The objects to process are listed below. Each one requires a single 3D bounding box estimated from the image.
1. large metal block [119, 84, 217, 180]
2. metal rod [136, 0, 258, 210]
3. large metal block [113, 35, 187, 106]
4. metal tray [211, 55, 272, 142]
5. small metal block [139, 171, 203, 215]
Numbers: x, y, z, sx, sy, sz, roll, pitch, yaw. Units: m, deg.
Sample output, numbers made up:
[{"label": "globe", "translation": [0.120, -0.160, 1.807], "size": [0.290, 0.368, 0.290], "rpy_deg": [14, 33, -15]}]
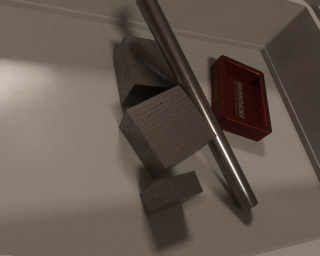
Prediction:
[{"label": "large metal block", "translation": [0.008, 0.004, 0.384], "size": [0.081, 0.050, 0.080], "rpy_deg": [-29, 78, -27]}, {"label": "metal rod", "translation": [0.050, -0.030, 0.398], "size": [0.025, 0.025, 0.299], "rpy_deg": [-31, 96, -38]}, {"label": "large metal block", "translation": [-0.014, -0.075, 0.430], "size": [0.081, 0.050, 0.080], "rpy_deg": [2, 61, -28]}, {"label": "metal tray", "translation": [0.130, -0.050, 0.505], "size": [0.091, 0.030, 0.130], "rpy_deg": [18, 55, -18]}, {"label": "small metal block", "translation": [0.012, 0.074, 0.352], "size": [0.050, 0.050, 0.025], "rpy_deg": [-9, 67, -32]}]
